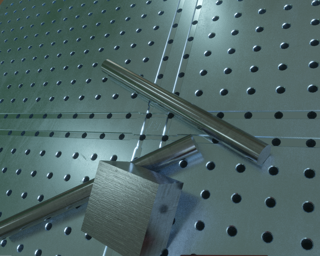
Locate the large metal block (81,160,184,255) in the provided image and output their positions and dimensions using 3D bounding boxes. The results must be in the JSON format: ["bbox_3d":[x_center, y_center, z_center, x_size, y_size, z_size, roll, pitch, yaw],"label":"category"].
[{"bbox_3d":[-0.030,0.086,0.337,0.080,0.050,0.080,16,91,33],"label":"large metal block"}]

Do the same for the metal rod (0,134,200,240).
[{"bbox_3d":[-0.091,0.081,0.404,0.301,0.025,0.025,-25,53,12],"label":"metal rod"}]

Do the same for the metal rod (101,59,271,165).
[{"bbox_3d":[0.012,-0.037,0.422,0.300,0.025,0.025,33,80,38],"label":"metal rod"}]
